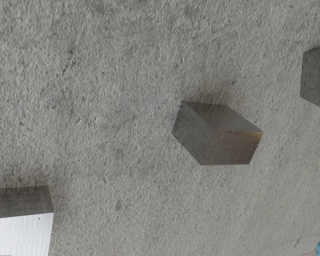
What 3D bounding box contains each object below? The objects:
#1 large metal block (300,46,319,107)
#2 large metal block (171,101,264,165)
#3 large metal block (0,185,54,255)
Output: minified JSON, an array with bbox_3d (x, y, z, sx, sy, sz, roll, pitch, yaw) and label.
[{"bbox_3d":[0.272,-0.087,0.485,0.081,0.050,0.080,-24,127,-14],"label":"large metal block"},{"bbox_3d":[0.074,0.006,0.415,0.081,0.080,0.050,3,117,-30],"label":"large metal block"},{"bbox_3d":[-0.176,0.118,0.368,0.081,0.050,0.079,1,118,-29],"label":"large metal block"}]
